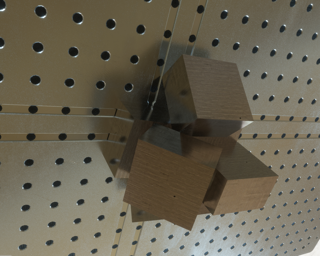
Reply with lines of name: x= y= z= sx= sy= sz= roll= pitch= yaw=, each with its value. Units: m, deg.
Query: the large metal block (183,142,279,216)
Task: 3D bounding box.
large metal block: x=0.085 y=0.060 z=0.393 sx=0.081 sy=0.080 sz=0.050 roll=1 pitch=118 yaw=-29

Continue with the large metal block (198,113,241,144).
large metal block: x=0.057 y=0.021 z=0.438 sx=0.081 sy=0.050 sz=0.079 roll=3 pitch=117 yaw=-30

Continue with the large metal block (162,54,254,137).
large metal block: x=0.056 y=-0.036 z=0.374 sx=0.081 sy=0.080 sz=0.050 roll=2 pitch=156 yaw=-29

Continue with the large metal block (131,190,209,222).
large metal block: x=0.011 y=0.101 z=0.436 sx=0.081 sy=0.050 sz=0.080 roll=2 pitch=162 yaw=-29

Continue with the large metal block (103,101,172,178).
large metal block: x=-0.017 y=0.017 z=0.396 sx=0.081 sy=0.050 sz=0.080 roll=7 pitch=115 yaw=-32

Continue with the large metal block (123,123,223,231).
large metal block: x=0.014 y=0.051 z=0.339 sx=0.080 sy=0.050 sz=0.079 roll=21 pitch=115 yaw=11
